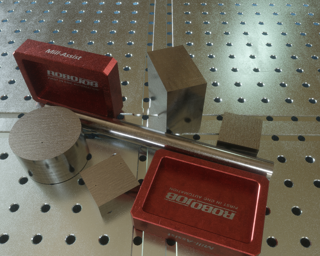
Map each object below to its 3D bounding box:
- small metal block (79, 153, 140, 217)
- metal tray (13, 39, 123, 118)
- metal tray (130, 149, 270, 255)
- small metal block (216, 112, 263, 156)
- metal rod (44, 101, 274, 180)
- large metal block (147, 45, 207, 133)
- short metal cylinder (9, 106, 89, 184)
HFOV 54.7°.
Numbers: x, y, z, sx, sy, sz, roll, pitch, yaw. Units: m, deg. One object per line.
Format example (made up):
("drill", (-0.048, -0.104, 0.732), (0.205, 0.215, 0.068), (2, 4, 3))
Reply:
("small metal block", (-0.057, 0.064, 0.354), (0.050, 0.025, 0.050), (-26, 55, -20))
("metal tray", (-0.119, -0.062, 0.415), (0.131, 0.090, 0.030), (14, 52, 12))
("metal tray", (0.045, 0.080, 0.336), (0.131, 0.030, 0.090), (14, 52, 11))
("small metal block", (0.102, 0.010, 0.399), (0.050, 0.025, 0.050), (13, 51, 11))
("metal rod", (-0.012, 0.013, 0.396), (0.301, 0.025, 0.025), (15, 52, 12))
("large metal block", (0.020, -0.051, 0.417), (0.050, 0.080, 0.080), (-14, 52, -12))
("short metal cylinder", (-0.131, 0.020, 0.373), (0.080, 0.050, 0.080), (0, 50, 0))
